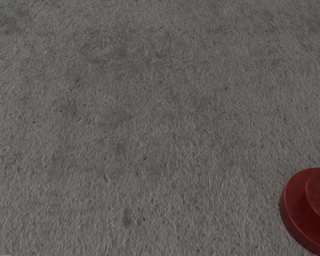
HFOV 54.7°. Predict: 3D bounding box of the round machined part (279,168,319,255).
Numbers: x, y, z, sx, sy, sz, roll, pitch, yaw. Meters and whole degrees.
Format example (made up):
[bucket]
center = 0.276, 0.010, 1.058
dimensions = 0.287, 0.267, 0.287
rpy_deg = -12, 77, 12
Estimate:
[round machined part]
center = 0.181, 0.082, 0.324
dimensions = 0.099, 0.042, 0.098
rpy_deg = 0, 50, 0
